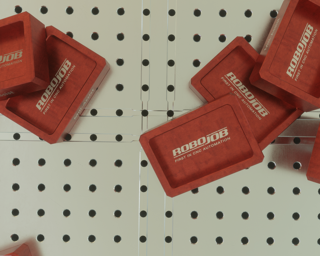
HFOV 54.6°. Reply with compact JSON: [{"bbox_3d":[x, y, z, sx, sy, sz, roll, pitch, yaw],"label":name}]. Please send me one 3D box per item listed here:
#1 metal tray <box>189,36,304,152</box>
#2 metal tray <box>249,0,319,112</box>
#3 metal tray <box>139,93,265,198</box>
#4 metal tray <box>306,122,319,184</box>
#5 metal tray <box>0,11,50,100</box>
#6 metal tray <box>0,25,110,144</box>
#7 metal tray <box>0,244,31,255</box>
[{"bbox_3d":[0.114,-0.043,0.411,0.090,0.030,0.130,-43,90,0],"label":"metal tray"},{"bbox_3d":[0.180,-0.097,0.388,0.090,0.030,0.130,26,80,-4],"label":"metal tray"},{"bbox_3d":[0.051,0.022,0.392,0.130,0.030,0.090,-25,95,14],"label":"metal tray"},{"bbox_3d":[0.242,0.032,0.381,0.131,0.030,0.090,14,91,-29],"label":"metal tray"},{"bbox_3d":[-0.206,-0.082,0.386,0.130,0.030,0.090,-12,78,13],"label":"metal tray"},{"bbox_3d":[-0.139,-0.055,0.409,0.090,0.030,0.130,32,90,0],"label":"metal tray"},{"bbox_3d":[-0.230,0.220,0.410,0.131,0.030,0.090,-19,90,0],"label":"metal tray"}]
